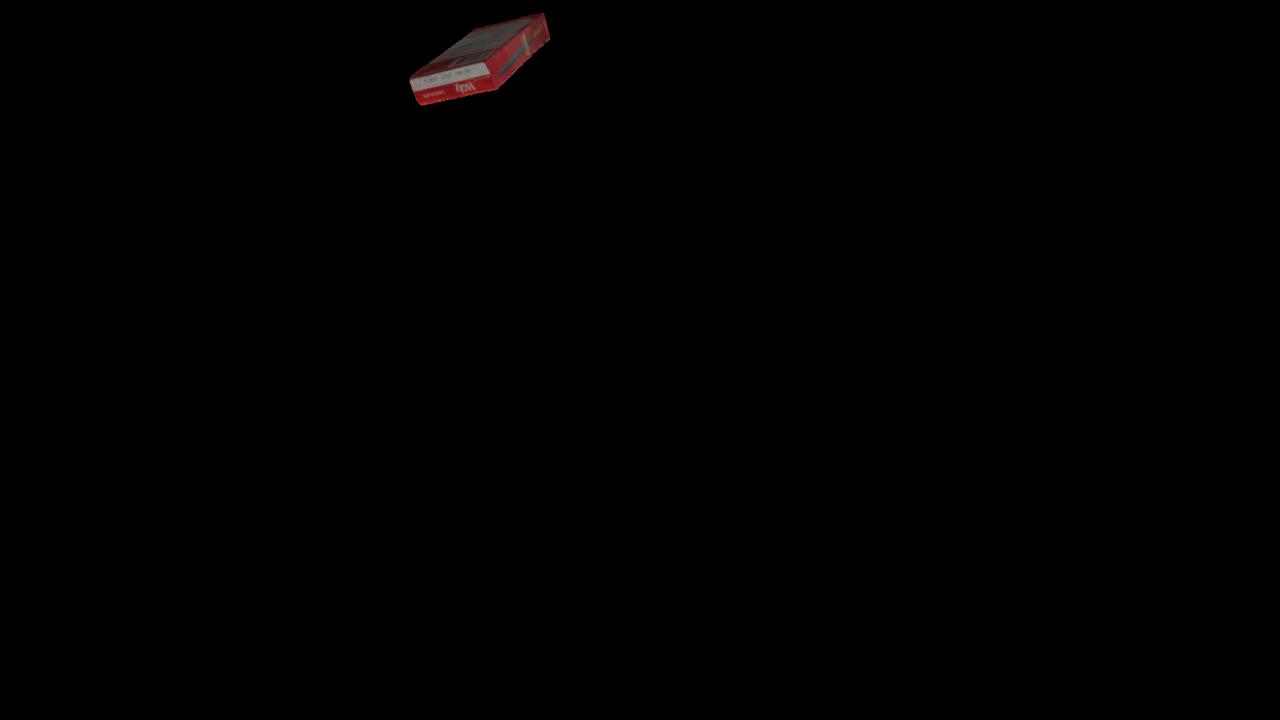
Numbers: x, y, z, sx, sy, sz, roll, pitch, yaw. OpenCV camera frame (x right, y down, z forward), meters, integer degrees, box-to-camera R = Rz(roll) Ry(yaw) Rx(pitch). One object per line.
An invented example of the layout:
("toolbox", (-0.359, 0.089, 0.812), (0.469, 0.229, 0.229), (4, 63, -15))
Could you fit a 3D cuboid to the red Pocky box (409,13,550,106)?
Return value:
("red Pocky box", (-0.147, -0.290, 0.588), (0.083, 0.028, 0.155), (-3, 41, 19))
